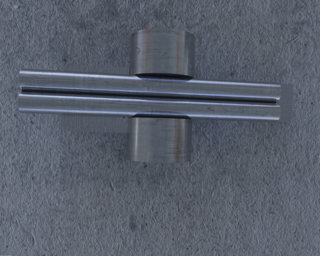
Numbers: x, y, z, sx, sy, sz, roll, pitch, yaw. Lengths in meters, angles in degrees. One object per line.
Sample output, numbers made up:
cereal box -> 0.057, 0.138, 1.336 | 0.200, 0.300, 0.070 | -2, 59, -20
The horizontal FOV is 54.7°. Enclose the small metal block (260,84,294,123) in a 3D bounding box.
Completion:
small metal block -> 0.146, -0.033, 0.413 | 0.050, 0.025, 0.050 | 3, 90, 0

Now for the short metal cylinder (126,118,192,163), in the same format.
short metal cylinder -> -0.001, 0.013, 0.384 | 0.081, 0.080, 0.050 | 2, 90, 0

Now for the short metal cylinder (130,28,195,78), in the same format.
short metal cylinder -> 0.003, -0.086, 0.384 | 0.081, 0.080, 0.050 | 2, 90, 0

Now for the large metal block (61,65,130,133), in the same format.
large metal block -> -0.078, -0.035, 0.398 | 0.081, 0.050, 0.080 | 2, 90, 0

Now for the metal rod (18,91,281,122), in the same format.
metal rod -> -0.005, -0.024, 0.366 | 0.302, 0.025, 0.025 | 2, 90, -8

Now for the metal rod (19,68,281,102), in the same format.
metal rod -> -0.004, -0.049, 0.366 | 0.302, 0.025, 0.025 | 2, 90, -8
